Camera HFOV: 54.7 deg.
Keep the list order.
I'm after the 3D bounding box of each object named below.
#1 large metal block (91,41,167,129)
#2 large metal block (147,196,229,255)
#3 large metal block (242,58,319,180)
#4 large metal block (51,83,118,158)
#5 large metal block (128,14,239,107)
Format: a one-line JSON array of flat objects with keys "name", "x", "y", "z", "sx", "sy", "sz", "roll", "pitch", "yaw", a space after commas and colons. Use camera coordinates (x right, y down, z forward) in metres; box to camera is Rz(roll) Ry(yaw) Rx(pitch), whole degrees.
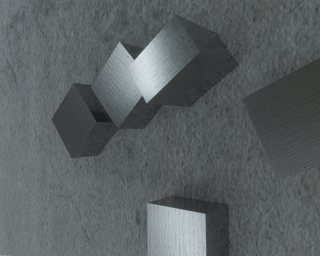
[{"name": "large metal block", "x": -0.037, "y": -0.055, "z": 0.417, "sx": 0.080, "sy": 0.050, "sz": 0.080, "roll": -51, "pitch": 61, "yaw": 28}, {"name": "large metal block", "x": 0.032, "y": 0.128, "z": 0.361, "sx": 0.080, "sy": 0.050, "sz": 0.079, "roll": -1, "pitch": 89, "yaw": 39}, {"name": "large metal block", "x": 0.134, "y": -0.007, "z": 0.277, "sx": 0.080, "sy": 0.050, "sz": 0.080, "roll": -30, "pitch": 72, "yaw": 35}, {"name": "large metal block", "x": -0.114, "y": -0.011, "z": 0.480, "sx": 0.080, "sy": 0.050, "sz": 0.080, "roll": -50, "pitch": 61, "yaw": 28}, {"name": "large metal block", "x": 0.026, "y": -0.069, "z": 0.346, "sx": 0.080, "sy": 0.081, "sz": 0.050, "roll": -41, "pitch": 65, "yaw": 32}]
